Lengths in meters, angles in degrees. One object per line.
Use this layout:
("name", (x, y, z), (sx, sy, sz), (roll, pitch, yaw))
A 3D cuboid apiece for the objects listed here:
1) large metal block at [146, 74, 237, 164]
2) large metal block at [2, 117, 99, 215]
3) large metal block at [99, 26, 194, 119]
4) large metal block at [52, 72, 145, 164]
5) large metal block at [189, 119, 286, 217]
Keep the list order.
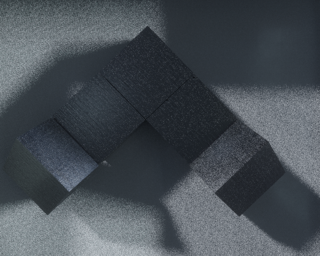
("large metal block", (0.040, -0.009, 0.397), (0.080, 0.050, 0.080), (-44, 90, 0))
("large metal block", (-0.134, 0.048, 0.374), (0.080, 0.050, 0.080), (46, 133, 0))
("large metal block", (-0.016, -0.067, 0.397), (0.080, 0.050, 0.080), (-44, 90, 0))
("large metal block", (-0.074, -0.011, 0.396), (0.080, 0.050, 0.080), (-44, 90, 0))
("large metal block", (0.096, 0.050, 0.377), (0.080, 0.050, 0.080), (-44, 134, 0))
